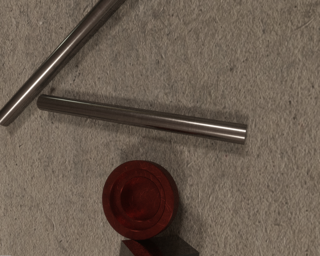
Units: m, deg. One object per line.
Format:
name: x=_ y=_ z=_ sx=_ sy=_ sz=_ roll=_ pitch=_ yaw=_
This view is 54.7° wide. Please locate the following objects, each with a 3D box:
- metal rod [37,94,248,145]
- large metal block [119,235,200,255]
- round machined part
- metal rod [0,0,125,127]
metal rod: x=-0.037 y=-0.015 z=0.421 sx=0.301 sy=0.025 sz=0.025 roll=10 pitch=93 yaw=19
large metal block: x=-0.005 y=0.182 z=0.374 sx=0.050 sy=0.081 sz=0.079 roll=14 pitch=96 yaw=60
round machined part: x=-0.022 y=0.091 z=0.403 sx=0.098 sy=0.042 sz=0.097 roll=-3 pitch=82 yaw=21
metal rod: x=-0.144 y=-0.108 z=0.458 sx=0.299 sy=0.025 sz=0.025 roll=-42 pitch=77 yaw=15
